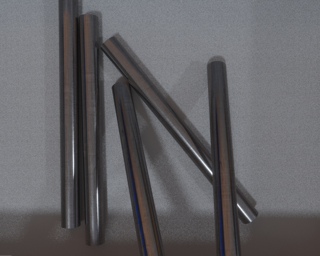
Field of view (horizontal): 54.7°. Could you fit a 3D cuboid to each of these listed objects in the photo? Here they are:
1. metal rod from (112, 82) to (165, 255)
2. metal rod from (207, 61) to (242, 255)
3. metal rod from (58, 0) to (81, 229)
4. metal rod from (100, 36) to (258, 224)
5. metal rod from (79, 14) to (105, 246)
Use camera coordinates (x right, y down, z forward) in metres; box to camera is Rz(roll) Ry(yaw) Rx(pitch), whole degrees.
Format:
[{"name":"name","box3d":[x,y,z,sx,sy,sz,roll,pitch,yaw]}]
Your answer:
[{"name":"metal rod","box3d":[-0.021,0.076,0.345,0.025,0.025,0.299,-13,63,0]},{"name":"metal rod","box3d":[0.072,0.054,0.352,0.025,0.025,0.299,2,65,0]},{"name":"metal rod","box3d":[-0.119,-0.020,0.409,0.025,0.025,0.298,-1,90,-1]},{"name":"metal rod","box3d":[0.026,0.003,0.411,0.025,0.025,0.300,-39,91,0]},{"name":"metal rod","box3d":[-0.090,0.003,0.410,0.025,0.025,0.298,-2,90,-1]}]
